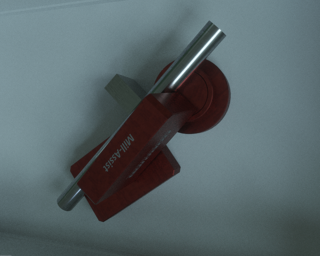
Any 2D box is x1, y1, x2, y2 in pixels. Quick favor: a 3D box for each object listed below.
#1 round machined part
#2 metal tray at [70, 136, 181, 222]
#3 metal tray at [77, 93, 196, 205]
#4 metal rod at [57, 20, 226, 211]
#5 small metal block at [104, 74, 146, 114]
[{"bbox_3d":[0.036,-0.041,0.386,0.098,0.042,0.097,0,90,19],"label":"round machined part"},{"bbox_3d":[-0.049,0.056,0.423,0.130,0.030,0.090,-36,79,16],"label":"metal tray"},{"bbox_3d":[-0.023,0.019,0.341,0.030,0.090,0.129,44,110,11],"label":"metal tray"},{"bbox_3d":[-0.034,-0.002,0.378,0.025,0.025,0.299,47,108,14],"label":"metal rod"},{"bbox_3d":[-0.037,-0.042,0.408,0.025,0.050,0.050,-46,76,14],"label":"small metal block"}]
